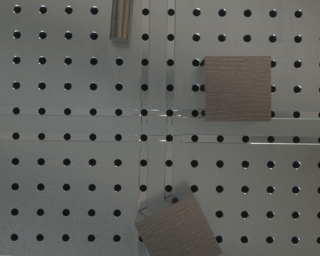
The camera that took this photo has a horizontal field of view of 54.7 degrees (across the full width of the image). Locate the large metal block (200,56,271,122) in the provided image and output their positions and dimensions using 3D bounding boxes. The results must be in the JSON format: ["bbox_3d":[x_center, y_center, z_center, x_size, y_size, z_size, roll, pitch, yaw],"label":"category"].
[{"bbox_3d":[0.095,-0.048,0.402,0.081,0.050,0.079,0,90,0],"label":"large metal block"}]

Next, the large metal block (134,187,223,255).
[{"bbox_3d":[0.023,0.134,0.401,0.080,0.050,0.080,-27,90,0],"label":"large metal block"}]

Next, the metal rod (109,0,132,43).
[{"bbox_3d":[-0.043,-0.265,0.412,0.025,0.025,0.298,5,90,0],"label":"metal rod"}]
